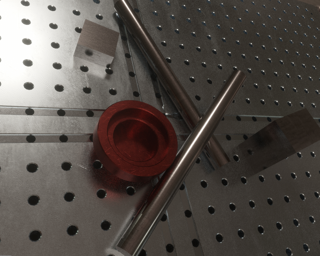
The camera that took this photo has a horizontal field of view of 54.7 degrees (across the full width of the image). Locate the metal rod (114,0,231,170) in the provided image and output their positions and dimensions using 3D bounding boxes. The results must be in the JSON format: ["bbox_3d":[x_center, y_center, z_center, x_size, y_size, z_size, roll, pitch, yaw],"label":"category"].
[{"bbox_3d":[0.012,-0.073,0.460,0.025,0.025,0.299,-20,73,-36],"label":"metal rod"}]

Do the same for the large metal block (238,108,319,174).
[{"bbox_3d":[0.180,0.020,0.460,0.081,0.080,0.050,-17,71,-35],"label":"large metal block"}]

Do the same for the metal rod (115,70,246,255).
[{"bbox_3d":[0.042,0.024,0.392,0.025,0.025,0.301,39,58,-3],"label":"metal rod"}]

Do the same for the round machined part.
[{"bbox_3d":[-0.032,0.019,0.370,0.099,0.042,0.098,14,56,-21],"label":"round machined part"}]

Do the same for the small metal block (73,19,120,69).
[{"bbox_3d":[-0.088,-0.118,0.434,0.050,0.025,0.050,18,55,-18],"label":"small metal block"}]
